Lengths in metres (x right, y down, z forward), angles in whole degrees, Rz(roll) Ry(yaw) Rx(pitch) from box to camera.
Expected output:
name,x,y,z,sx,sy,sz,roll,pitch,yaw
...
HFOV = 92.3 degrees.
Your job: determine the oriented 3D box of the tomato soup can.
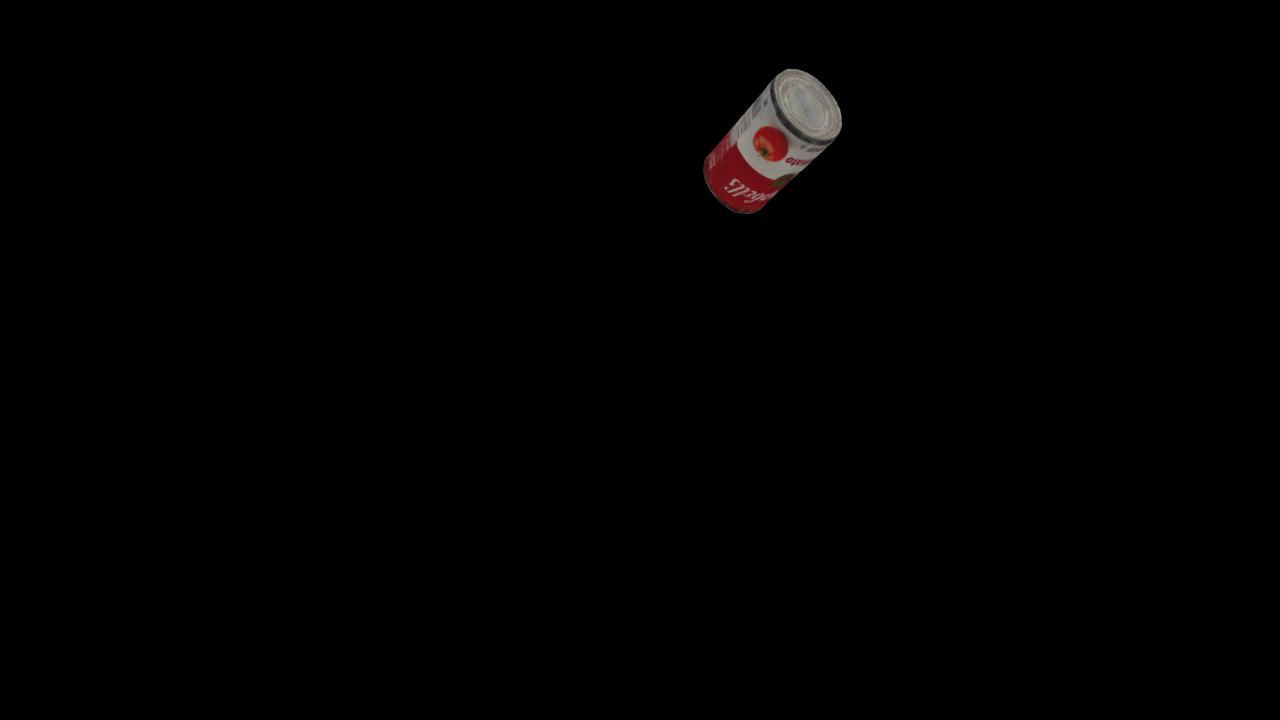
name,x,y,z,sx,sy,sz,roll,pitch,yaw
tomato soup can,0.106,-0.175,0.503,0.068,0.068,0.101,0,-20,-27
